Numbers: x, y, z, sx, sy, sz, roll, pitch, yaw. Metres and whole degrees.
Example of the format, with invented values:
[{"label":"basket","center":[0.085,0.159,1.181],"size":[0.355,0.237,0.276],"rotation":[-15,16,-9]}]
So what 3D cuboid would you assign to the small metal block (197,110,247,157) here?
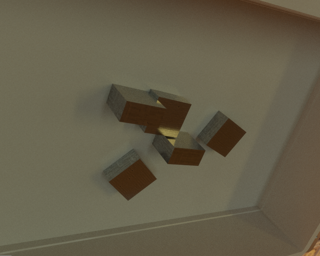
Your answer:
[{"label":"small metal block","center":[0.093,0.010,0.465],"size":[0.050,0.025,0.050],"rotation":[32,101,-38]}]

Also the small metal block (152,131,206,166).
[{"label":"small metal block","center":[0.025,0.026,0.422],"size":[0.050,0.050,0.025],"rotation":[8,115,-32]}]

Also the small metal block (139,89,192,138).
[{"label":"small metal block","center":[0.005,-0.018,0.400],"size":[0.050,0.025,0.050],"rotation":[10,114,-33]}]

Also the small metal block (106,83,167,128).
[{"label":"small metal block","center":[-0.029,-0.026,0.361],"size":[0.050,0.050,0.025],"rotation":[9,114,-32]}]

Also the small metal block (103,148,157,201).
[{"label":"small metal block","center":[-0.041,0.065,0.426],"size":[0.050,0.025,0.050],"rotation":[-37,129,-4]}]
